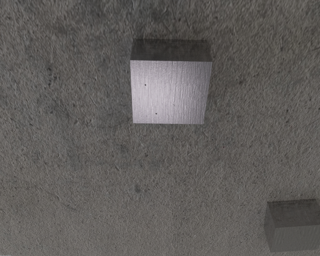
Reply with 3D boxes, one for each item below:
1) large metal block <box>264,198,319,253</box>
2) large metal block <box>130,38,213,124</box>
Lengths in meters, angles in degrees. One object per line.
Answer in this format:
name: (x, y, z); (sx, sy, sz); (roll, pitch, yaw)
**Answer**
large metal block: (0.230, 0.170, 0.538); (0.080, 0.050, 0.080); (-6, 130, 4)
large metal block: (0.010, -0.051, 0.347); (0.081, 0.050, 0.079); (1, 130, -1)
